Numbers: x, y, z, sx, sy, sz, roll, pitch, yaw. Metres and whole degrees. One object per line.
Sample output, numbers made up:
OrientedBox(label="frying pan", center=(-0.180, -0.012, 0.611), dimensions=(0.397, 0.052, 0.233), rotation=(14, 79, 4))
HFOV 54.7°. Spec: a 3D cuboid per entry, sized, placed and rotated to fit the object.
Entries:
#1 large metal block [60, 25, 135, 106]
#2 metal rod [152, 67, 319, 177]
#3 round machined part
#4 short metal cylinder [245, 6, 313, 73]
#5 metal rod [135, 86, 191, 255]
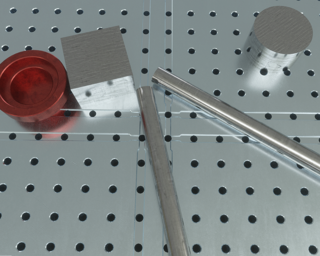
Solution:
OrientedBox(label="large metal block", center=(-0.084, -0.086, 0.429), dimensions=(0.081, 0.050, 0.080), rotation=(-14, 71, -6))
OrientedBox(label="metal rod", center=(0.122, -0.001, 0.413), dimensions=(0.301, 0.025, 0.025), rotation=(30, 73, 10))
OrientedBox(label="round machined part", center=(-0.170, -0.053, 0.420), dimensions=(0.099, 0.042, 0.098), rotation=(0, 70, -1))
OrientedBox(label="short metal cylinder", center=(0.169, -0.127, 0.447), dimensions=(0.081, 0.050, 0.080), rotation=(0, 70, 0))
OrientedBox(label="metal rod", center=(0.009, 0.085, 0.380), dimensions=(0.025, 0.025, 0.299), rotation=(-11, 70, -4))
